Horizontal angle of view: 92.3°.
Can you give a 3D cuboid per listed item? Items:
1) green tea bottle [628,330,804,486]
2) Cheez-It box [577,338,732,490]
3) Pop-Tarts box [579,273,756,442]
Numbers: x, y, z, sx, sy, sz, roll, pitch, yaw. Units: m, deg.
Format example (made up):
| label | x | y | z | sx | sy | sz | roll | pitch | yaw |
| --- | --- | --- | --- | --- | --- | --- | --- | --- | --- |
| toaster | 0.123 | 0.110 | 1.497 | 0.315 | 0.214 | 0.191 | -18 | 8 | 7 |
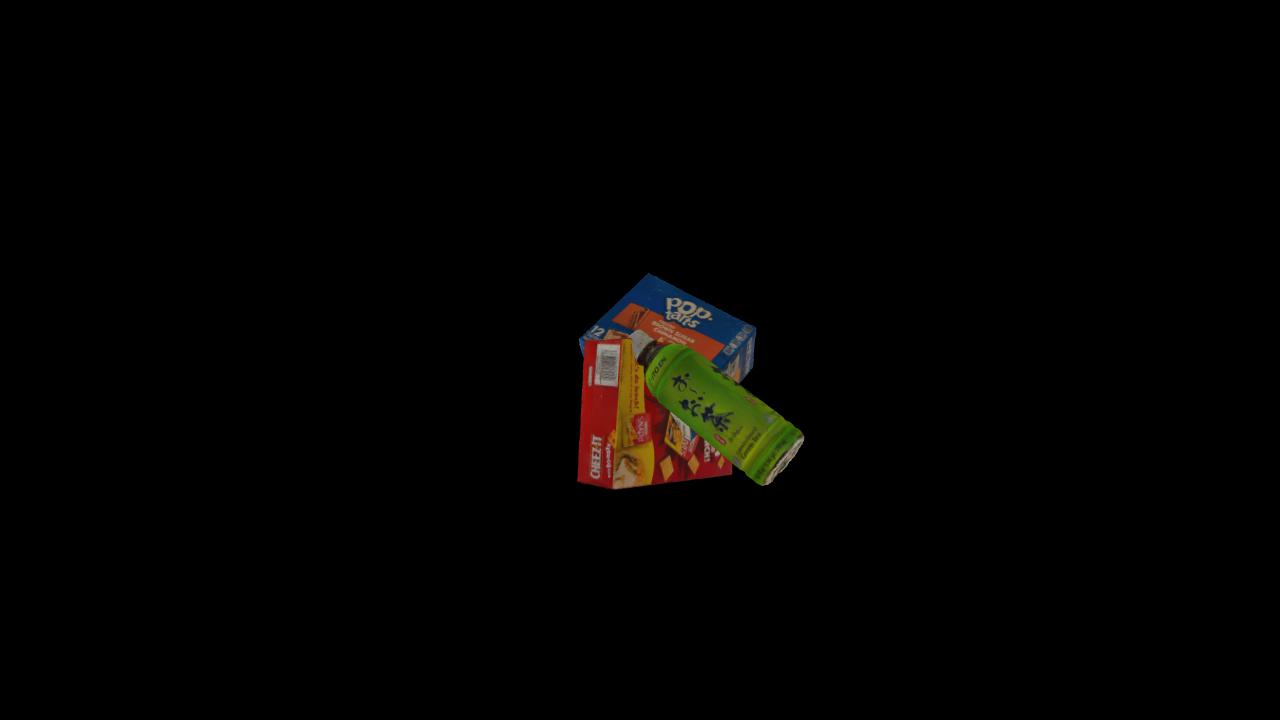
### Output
| label | x | y | z | sx | sy | sz | roll | pitch | yaw |
| --- | --- | --- | --- | --- | --- | --- | --- | --- | --- |
| green tea bottle | 0.067 | 0.040 | 0.644 | 0.212 | 0.073 | 0.073 | 37 | 15 | 21 |
| Cheez-It box | 0.029 | 0.063 | 0.752 | 0.071 | 0.166 | 0.223 | 2 | -1 | 44 |
| Pop-Tarts box | 0.036 | -0.008 | 0.763 | 0.167 | 0.141 | 0.083 | 31 | -30 | 24 |
